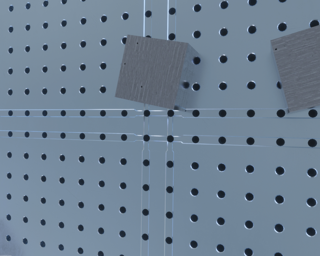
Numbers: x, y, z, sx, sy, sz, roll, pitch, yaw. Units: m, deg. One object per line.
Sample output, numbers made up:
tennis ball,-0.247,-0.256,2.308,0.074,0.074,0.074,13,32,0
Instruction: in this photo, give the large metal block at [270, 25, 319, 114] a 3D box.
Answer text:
large metal block,0.172,-0.064,0.338,0.080,0.050,0.080,-14,85,19

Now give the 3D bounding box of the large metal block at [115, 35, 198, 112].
large metal block,-0.004,-0.069,0.401,0.080,0.050,0.080,14,95,19
